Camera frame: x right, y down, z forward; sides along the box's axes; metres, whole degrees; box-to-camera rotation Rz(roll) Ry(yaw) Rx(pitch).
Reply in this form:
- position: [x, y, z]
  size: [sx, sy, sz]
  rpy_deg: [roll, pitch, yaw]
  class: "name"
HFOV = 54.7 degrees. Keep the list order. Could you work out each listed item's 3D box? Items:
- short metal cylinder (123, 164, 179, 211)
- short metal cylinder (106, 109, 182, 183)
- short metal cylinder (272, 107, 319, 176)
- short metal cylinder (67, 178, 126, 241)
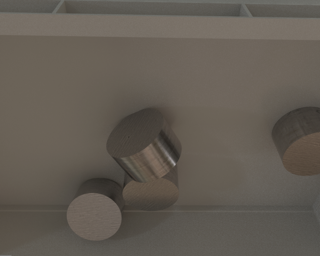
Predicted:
- position: [-0.013, 0.079, 0.460]
  size: [0.081, 0.050, 0.079]
  rpy_deg: [0, 130, 0]
  class: "short metal cylinder"
- position: [-0.020, 0.022, 0.391]
  size: [0.080, 0.080, 0.050]
  rpy_deg: [-22, 127, 17]
  class: "short metal cylinder"
- position: [0.197, 0.018, 0.412]
  size: [0.081, 0.050, 0.079]
  rpy_deg: [0, 130, 0]
  class: "short metal cylinder"
- position: [-0.096, 0.124, 0.479]
  size: [0.081, 0.050, 0.079]
  rpy_deg: [0, 106, 0]
  class: "short metal cylinder"
